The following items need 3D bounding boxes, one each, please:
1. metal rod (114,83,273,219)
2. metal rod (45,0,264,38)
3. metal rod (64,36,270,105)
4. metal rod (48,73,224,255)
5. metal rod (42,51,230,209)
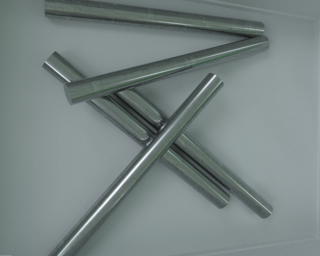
[{"bbox_3d":[0.051,0.034,0.430,0.300,0.025,0.025,40,77,-16],"label":"metal rod"},{"bbox_3d":[0.007,-0.145,0.413,0.303,0.025,0.025,-1,91,-21],"label":"metal rod"},{"bbox_3d":[0.027,-0.082,0.404,0.302,0.025,0.025,-19,97,-25],"label":"metal rod"},{"bbox_3d":[-0.027,0.050,0.379,0.025,0.025,0.300,43,84,-16],"label":"metal rod"},{"bbox_3d":[-0.019,0.012,0.404,0.300,0.025,0.025,40,77,-16],"label":"metal rod"}]
